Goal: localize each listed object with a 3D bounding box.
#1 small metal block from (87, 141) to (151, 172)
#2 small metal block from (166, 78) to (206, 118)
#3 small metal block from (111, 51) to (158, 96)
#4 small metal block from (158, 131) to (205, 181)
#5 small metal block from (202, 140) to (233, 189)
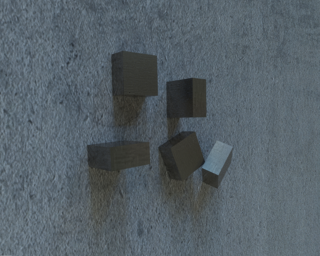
[{"bbox_3d":[-0.047,0.030,0.349,0.050,0.050,0.025,-6,94,-40],"label":"small metal block"},{"bbox_3d":[0.035,-0.039,0.417,0.025,0.050,0.050,-1,91,-40],"label":"small metal block"},{"bbox_3d":[-0.030,-0.064,0.379,0.050,0.025,0.050,-3,92,-40],"label":"small metal block"},{"bbox_3d":[0.031,0.038,0.431,0.050,0.025,0.050,-31,110,-36],"label":"small metal block"},{"bbox_3d":[0.085,0.055,0.461,0.050,0.025,0.050,-56,156,-25],"label":"small metal block"}]
